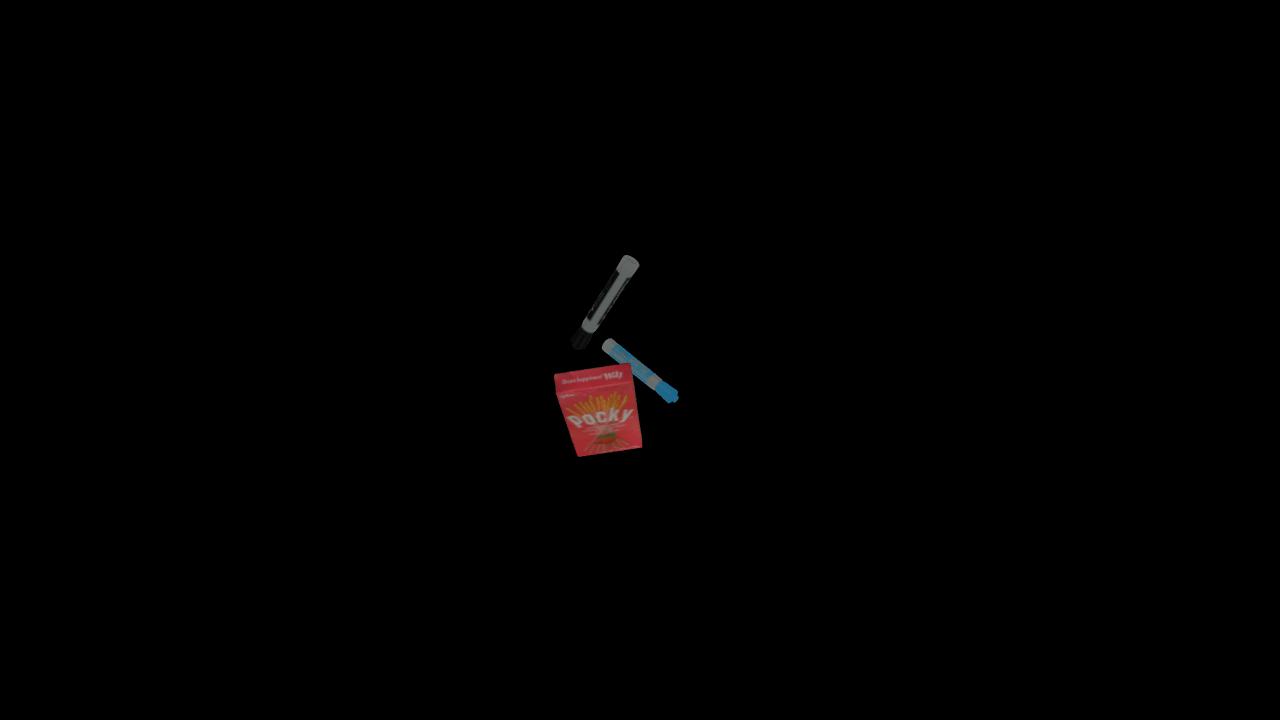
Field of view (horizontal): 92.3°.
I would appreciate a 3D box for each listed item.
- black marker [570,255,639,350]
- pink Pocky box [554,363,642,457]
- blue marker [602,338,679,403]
[{"bbox_3d":[-0.039,-0.056,0.639,0.020,0.121,0.020,26,31,-17],"label":"black marker"},{"bbox_3d":[-0.044,0.062,0.707,0.084,0.029,0.155,-9,-35,-2],"label":"pink Pocky box"},{"bbox_3d":[0.001,0.013,0.751,0.121,0.020,0.020,38,19,26],"label":"blue marker"}]
